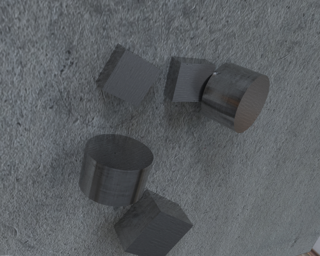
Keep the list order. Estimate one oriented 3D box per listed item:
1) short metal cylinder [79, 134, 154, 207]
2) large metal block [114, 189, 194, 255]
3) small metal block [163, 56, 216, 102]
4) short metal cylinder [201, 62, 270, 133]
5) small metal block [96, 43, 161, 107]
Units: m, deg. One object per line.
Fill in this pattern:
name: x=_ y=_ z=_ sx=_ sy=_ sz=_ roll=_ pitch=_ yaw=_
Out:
short metal cylinder: x=-0.053 y=0.048 z=0.374 sx=0.081 sy=0.080 sz=0.050 roll=2 pitch=118 yaw=-30
large metal block: x=-0.010 y=0.152 z=0.482 sx=0.080 sy=0.050 sz=0.080 roll=-49 pitch=129 yaw=6
small metal block: x=0.037 y=-0.061 z=0.391 sx=0.050 sy=0.025 sz=0.050 roll=-2 pitch=120 yaw=-28
short metal cylinder: x=0.099 y=-0.040 z=0.406 sx=0.081 sy=0.050 sz=0.079 roll=-33 pitch=139 yaw=-34
small metal block: x=-0.036 y=-0.059 z=0.352 sx=0.050 sy=0.025 sz=0.050 roll=24 pitch=105 yaw=-37
